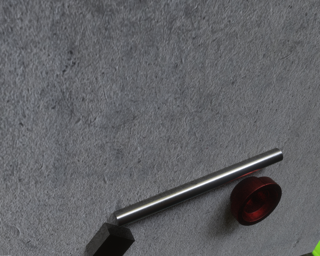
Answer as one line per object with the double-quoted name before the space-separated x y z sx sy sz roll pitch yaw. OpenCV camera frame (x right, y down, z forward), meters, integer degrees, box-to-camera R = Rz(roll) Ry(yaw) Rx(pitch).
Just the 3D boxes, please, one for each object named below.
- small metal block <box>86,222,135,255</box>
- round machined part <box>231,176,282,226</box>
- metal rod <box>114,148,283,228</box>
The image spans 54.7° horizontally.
"small metal block" -0.076 0.177 0.475 0.050 0.025 0.050 31 101 -38
"round machined part" 0.170 0.128 0.568 0.099 0.042 0.097 -14 124 -21
"metal rod" 0.073 0.091 0.502 0.302 0.025 0.025 -18 126 -18
